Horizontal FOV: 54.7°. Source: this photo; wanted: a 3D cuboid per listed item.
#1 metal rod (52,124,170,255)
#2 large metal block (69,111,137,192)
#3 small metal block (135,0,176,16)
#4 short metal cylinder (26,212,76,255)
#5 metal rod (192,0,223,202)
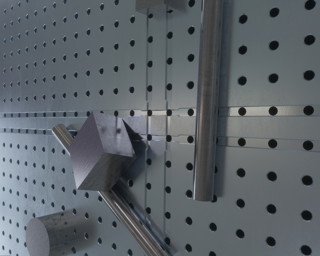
[{"bbox_3d":[-0.089,0.089,0.482,0.300,0.025,0.025,43,116,31],"label":"metal rod"},{"bbox_3d":[-0.087,0.035,0.451,0.080,0.050,0.080,-51,44,28],"label":"large metal block"},{"bbox_3d":[-0.005,-0.183,0.414,0.050,0.025,0.050,4,93,40],"label":"small metal block"},{"bbox_3d":[-0.197,0.196,0.555,0.080,0.050,0.079,0,90,40],"label":"short metal cylinder"},{"bbox_3d":[0.057,-0.065,0.361,0.025,0.025,0.298,4,93,40],"label":"metal rod"}]
